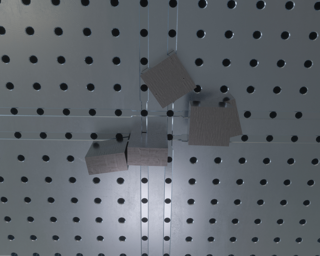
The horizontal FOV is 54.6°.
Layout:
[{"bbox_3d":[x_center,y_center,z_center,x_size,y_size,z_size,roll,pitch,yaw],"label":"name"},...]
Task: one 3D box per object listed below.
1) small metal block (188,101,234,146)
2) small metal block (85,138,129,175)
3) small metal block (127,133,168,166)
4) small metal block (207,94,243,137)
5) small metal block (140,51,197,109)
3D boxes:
[{"bbox_3d":[0.061,-0.006,0.385,0.050,0.025,0.050,2,110,-1],"label":"small metal block"},{"bbox_3d":[-0.067,0.036,0.413,0.050,0.050,0.025,-7,110,3],"label":"small metal block"},{"bbox_3d":[-0.015,0.027,0.410,0.050,0.050,0.025,2,110,-1],"label":"small metal block"},{"bbox_3d":[0.077,-0.012,0.409,0.050,0.025,0.050,-15,110,5],"label":"small metal block"},{"bbox_3d":[0.011,-0.061,0.391,0.050,0.025,0.050,-32,107,11],"label":"small metal block"}]
